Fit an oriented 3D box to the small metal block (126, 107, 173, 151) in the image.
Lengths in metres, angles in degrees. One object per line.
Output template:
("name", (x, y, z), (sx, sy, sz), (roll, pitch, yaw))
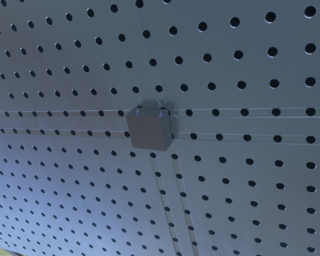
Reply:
("small metal block", (-0.014, 0.001, 0.417), (0.050, 0.025, 0.050), (5, 121, 25))
